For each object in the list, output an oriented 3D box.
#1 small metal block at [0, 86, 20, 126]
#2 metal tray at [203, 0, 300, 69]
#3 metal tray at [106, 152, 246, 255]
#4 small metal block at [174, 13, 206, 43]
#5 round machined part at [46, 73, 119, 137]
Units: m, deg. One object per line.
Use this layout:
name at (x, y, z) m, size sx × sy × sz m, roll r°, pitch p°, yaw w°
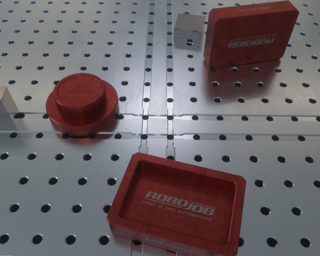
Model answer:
small metal block at (-0.225, -0.028, 0.414) m, size 0.050 × 0.050 × 0.025 m, roll -2°, pitch 50°, yaw -2°
metal tray at (0.139, -0.146, 0.488) m, size 0.131 × 0.090 × 0.030 m, roll -9°, pitch 51°, yaw -8°
metal tray at (0.020, 0.083, 0.334) m, size 0.131 × 0.030 × 0.090 m, roll 12°, pitch 51°, yaw 10°
small metal block at (0.054, -0.181, 0.560) m, size 0.050 × 0.025 × 0.050 m, roll 8°, pitch 50°, yaw 7°
round machined part at (-0.108, -0.039, 0.428) m, size 0.099 × 0.042 × 0.098 m, roll 0°, pitch 50°, yaw 0°
